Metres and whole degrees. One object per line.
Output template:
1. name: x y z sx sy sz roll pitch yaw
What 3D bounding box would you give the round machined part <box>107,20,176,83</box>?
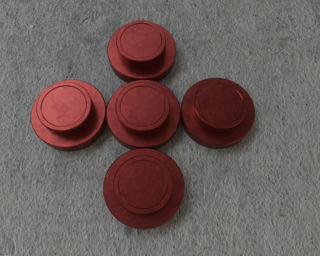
1. round machined part: -0.026 -0.113 0.442 0.099 0.042 0.098 0 70 -1

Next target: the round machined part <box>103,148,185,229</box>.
1. round machined part: -0.019 0.071 0.374 0.099 0.042 0.098 0 70 -1

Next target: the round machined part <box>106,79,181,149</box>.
1. round machined part: -0.022 -0.021 0.408 0.099 0.042 0.098 0 70 -1

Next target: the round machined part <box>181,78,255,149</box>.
1. round machined part: 0.077 -0.024 0.410 0.099 0.042 0.098 0 70 -1

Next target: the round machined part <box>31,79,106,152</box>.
1. round machined part: -0.120 -0.021 0.407 0.099 0.042 0.098 0 70 -1
